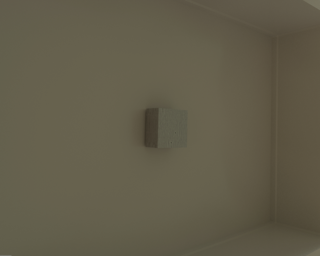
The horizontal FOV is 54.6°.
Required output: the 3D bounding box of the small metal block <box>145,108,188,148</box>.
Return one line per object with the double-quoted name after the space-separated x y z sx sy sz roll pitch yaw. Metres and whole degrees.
0.009 0.000 0.408 0.050 0.025 0.050 2 89 -40 "small metal block"
